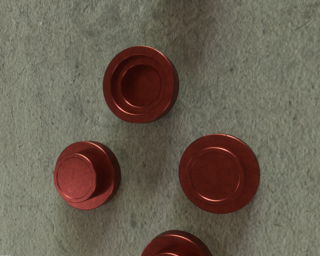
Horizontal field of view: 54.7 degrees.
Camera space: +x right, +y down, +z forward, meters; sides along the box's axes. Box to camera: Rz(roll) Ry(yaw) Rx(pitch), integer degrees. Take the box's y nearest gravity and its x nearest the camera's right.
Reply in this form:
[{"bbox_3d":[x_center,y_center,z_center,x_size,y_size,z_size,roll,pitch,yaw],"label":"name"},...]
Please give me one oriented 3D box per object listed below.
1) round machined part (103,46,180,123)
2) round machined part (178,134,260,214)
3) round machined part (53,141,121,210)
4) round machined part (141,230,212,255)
[{"bbox_3d":[-0.021,-0.055,0.407,0.098,0.042,0.097,0,90,19],"label":"round machined part"},{"bbox_3d":[0.069,0.056,0.375,0.098,0.042,0.097,0,90,19],"label":"round machined part"},{"bbox_3d":[-0.109,0.068,0.437,0.098,0.042,0.097,0,90,19],"label":"round machined part"},{"bbox_3d":[0.018,0.185,0.393,0.098,0.042,0.097,0,90,19],"label":"round machined part"}]
